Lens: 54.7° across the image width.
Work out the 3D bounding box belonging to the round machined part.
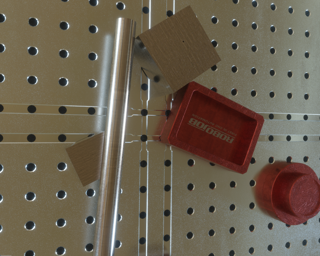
[{"bbox_3d":[0.214,0.103,0.482,0.099,0.042,0.097,0,90,-20],"label":"round machined part"}]

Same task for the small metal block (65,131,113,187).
[{"bbox_3d":[-0.083,0.037,0.382,0.050,0.025,0.050,-26,99,-18],"label":"small metal block"}]

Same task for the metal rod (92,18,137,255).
[{"bbox_3d":[-0.054,0.021,0.366,0.025,0.025,0.298,6,87,-20],"label":"metal rod"}]

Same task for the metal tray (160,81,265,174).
[{"bbox_3d":[0.076,0.001,0.437,0.131,0.030,0.090,24,82,-19],"label":"metal tray"}]

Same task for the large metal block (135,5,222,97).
[{"bbox_3d":[0.019,-0.098,0.406,0.080,0.050,0.080,-36,102,-16],"label":"large metal block"}]
